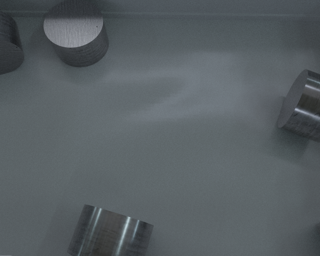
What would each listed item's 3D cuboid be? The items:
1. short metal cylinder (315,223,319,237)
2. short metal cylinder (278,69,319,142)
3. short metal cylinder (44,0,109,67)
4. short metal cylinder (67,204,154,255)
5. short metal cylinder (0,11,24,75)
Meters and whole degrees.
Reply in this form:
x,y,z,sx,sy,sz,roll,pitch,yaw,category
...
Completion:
x,y,z,sx,sy,sz,roll,pitch,yaw,category
0.221,0.121,0.338,0.081,0.080,0.050,-15,71,-5,short metal cylinder
0.191,-0.028,0.392,0.050,0.080,0.080,22,72,8,short metal cylinder
-0.118,-0.135,0.445,0.081,0.050,0.080,0,70,0,short metal cylinder
-0.052,0.119,0.336,0.080,0.080,0.050,15,71,5,short metal cylinder
-0.232,-0.115,0.421,0.080,0.080,0.050,-18,71,-6,short metal cylinder
